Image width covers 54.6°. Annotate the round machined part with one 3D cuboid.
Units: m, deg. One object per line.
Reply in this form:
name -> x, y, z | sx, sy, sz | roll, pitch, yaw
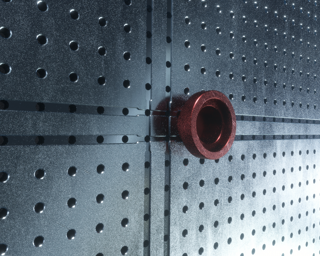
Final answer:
round machined part -> 0.064, -0.004, 0.450 | 0.099, 0.042, 0.097 | 0, 90, -40
